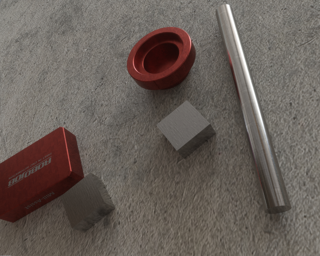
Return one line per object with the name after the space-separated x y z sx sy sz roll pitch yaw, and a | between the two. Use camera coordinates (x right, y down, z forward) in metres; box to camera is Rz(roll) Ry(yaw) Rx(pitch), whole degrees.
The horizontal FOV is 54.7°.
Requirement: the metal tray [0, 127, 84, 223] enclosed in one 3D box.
-0.179 0.067 0.451 0.130 0.030 0.090 -30 52 8 | metal tray

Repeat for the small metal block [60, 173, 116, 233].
-0.092 0.094 0.393 0.050 0.025 0.050 -39 51 2 | small metal block

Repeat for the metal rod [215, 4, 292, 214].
0.104 -0.047 0.377 0.025 0.025 0.299 -17 55 18 | metal rod

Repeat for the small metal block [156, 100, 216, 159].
0.032 0.001 0.385 0.050 0.025 0.050 -39 51 1 | small metal block

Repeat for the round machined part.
0.005 -0.094 0.447 0.098 0.042 0.098 -13 56 20 | round machined part
